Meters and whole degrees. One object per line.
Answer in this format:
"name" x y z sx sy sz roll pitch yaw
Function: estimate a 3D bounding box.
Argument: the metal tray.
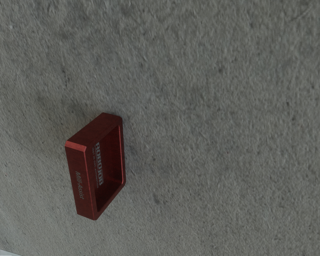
"metal tray" -0.086 0.054 0.441 0.030 0.090 0.129 14 124 20
